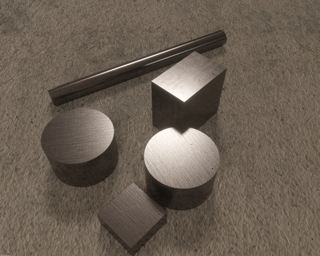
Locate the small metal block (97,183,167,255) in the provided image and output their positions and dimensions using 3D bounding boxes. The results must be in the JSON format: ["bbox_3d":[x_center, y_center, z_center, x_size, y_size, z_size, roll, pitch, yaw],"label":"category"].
[{"bbox_3d":[-0.028,0.094,0.324,0.050,0.025,0.050,36,58,26],"label":"small metal block"}]

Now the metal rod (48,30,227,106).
[{"bbox_3d":[-0.023,-0.100,0.486,0.302,0.025,0.025,-24,54,-19],"label":"metal rod"}]

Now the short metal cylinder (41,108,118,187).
[{"bbox_3d":[-0.092,0.023,0.367,0.081,0.050,0.080,0,50,0],"label":"short metal cylinder"}]

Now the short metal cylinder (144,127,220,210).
[{"bbox_3d":[0.023,0.045,0.350,0.081,0.050,0.080,0,50,0],"label":"short metal cylinder"}]

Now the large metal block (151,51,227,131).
[{"bbox_3d":[0.036,-0.039,0.400,0.050,0.080,0.080,36,58,26],"label":"large metal block"}]
